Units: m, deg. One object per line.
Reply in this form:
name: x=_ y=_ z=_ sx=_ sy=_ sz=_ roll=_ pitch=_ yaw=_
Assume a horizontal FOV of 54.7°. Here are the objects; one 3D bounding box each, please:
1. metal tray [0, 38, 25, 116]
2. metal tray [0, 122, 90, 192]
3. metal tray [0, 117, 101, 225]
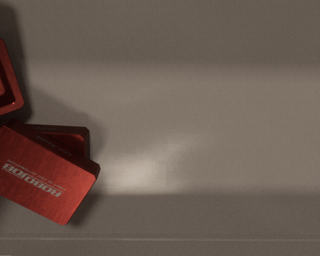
metal tray: x=-0.228 y=-0.043 z=0.337 sx=0.131 sy=0.030 sz=0.089 roll=-29 pitch=131 yaw=-33
metal tray: x=-0.164 y=0.042 z=0.422 sx=0.131 sy=0.030 sz=0.089 roll=3 pitch=110 yaw=-2
metal tray: x=-0.155 y=0.057 z=0.395 sx=0.130 sy=0.030 sz=0.090 roll=31 pitch=107 yaw=-11
